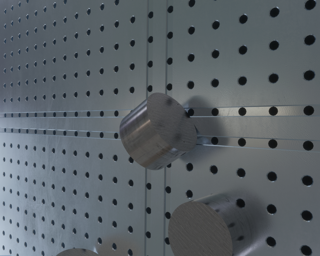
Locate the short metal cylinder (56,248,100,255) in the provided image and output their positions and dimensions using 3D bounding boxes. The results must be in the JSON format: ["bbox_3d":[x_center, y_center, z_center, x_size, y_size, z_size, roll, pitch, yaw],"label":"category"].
[{"bbox_3d":[-0.129,0.233,0.481,0.080,0.081,0.050,21,104,38],"label":"short metal cylinder"}]

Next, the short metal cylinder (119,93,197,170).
[{"bbox_3d":[-0.001,0.004,0.375,0.050,0.081,0.080,-37,67,34],"label":"short metal cylinder"}]

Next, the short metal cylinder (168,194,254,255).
[{"bbox_3d":[0.056,0.118,0.347,0.080,0.050,0.079,0,90,40],"label":"short metal cylinder"}]
